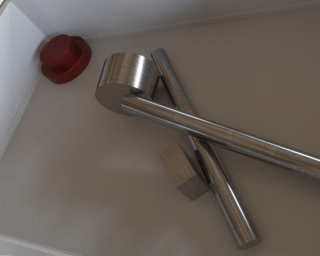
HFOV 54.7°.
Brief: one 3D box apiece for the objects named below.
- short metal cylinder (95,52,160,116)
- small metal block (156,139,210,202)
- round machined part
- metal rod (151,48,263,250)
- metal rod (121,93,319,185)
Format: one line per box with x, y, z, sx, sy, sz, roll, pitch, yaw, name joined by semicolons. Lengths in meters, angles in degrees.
-0.044;-0.058;0.428;0.080;0.080;0.050;-4;60;26;short metal cylinder
0.027;0.048;0.345;0.025;0.050;0.050;-35;52;5;small metal block
-0.179;-0.132;0.567;0.098;0.042;0.098;-13;56;20;round machined part
0.042;-0.001;0.383;0.025;0.025;0.299;-29;52;10;metal rod
0.083;0.014;0.328;0.300;0.025;0.025;21;73;27;metal rod
